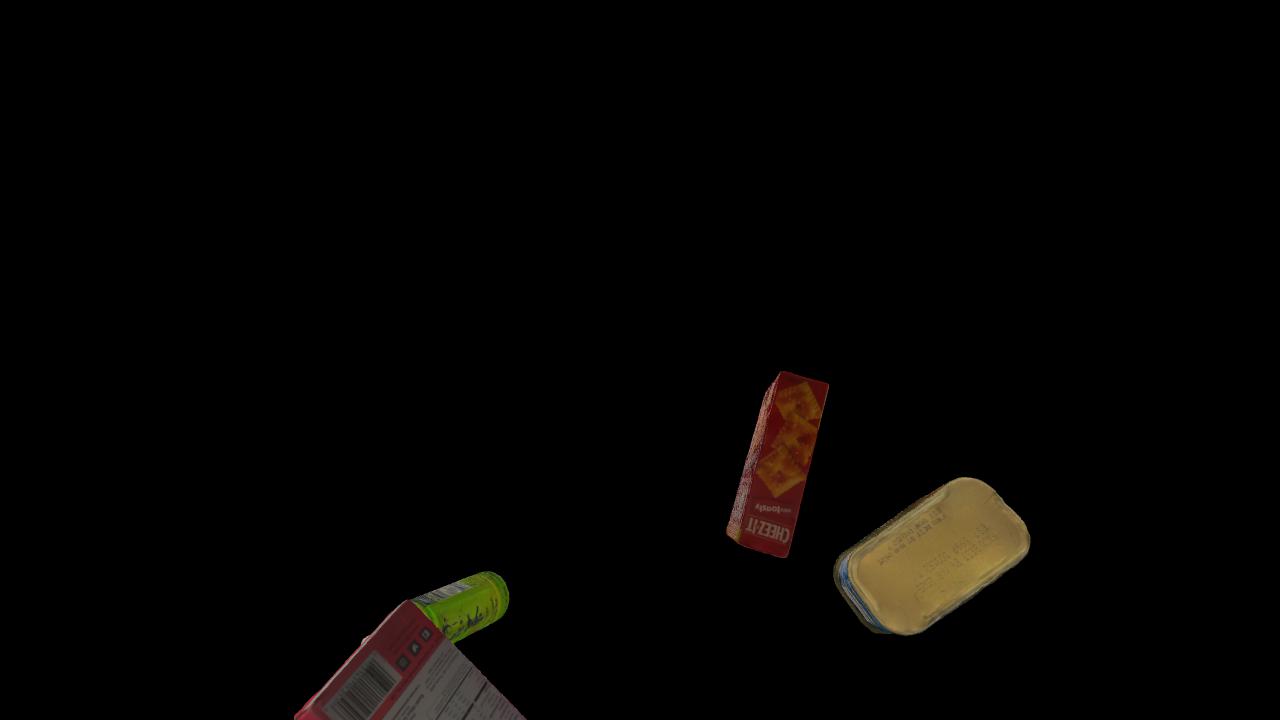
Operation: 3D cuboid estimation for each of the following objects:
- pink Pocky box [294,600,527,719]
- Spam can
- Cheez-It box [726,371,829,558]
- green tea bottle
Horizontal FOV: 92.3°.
[{"bbox_3d":[-0.118,0.231,0.369,0.029,0.155,0.084,-40,5,29],"label":"pink Pocky box"},{"bbox_3d":[0.171,0.121,0.373,0.101,0.058,0.085,-36,-24,-1],"label":"Spam can"},{"bbox_3d":[0.180,0.140,0.822,0.071,0.223,0.166,16,-10,8],"label":"Cheez-It box"},{"bbox_3d":[-0.251,0.321,0.762,0.073,0.073,0.212,0,-4,26],"label":"green tea bottle"}]
